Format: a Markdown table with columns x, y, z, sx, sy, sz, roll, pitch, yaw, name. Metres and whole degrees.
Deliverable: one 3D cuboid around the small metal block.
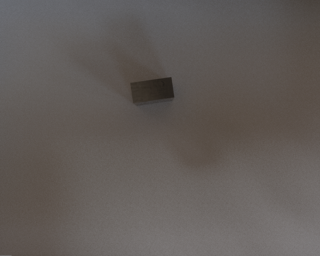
| x | y | z | sx | sy | sz | roll | pitch | yaw | name |
| --- | --- | --- | --- | --- | --- | --- | --- | --- | --- |
| -0.009 | -0.046 | 0.399 | 0.050 | 0.050 | 0.025 | -8 | 90 | 0 | small metal block |
